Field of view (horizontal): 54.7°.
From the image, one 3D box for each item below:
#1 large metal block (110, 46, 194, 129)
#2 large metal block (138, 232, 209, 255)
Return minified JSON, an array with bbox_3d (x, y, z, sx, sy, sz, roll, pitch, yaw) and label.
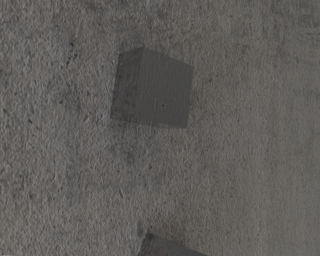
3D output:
[{"bbox_3d":[-0.009,-0.045,0.381,0.081,0.050,0.080,12,83,-39],"label":"large metal block"},{"bbox_3d":[0.012,0.190,0.399,0.080,0.050,0.080,34,69,-35],"label":"large metal block"}]
